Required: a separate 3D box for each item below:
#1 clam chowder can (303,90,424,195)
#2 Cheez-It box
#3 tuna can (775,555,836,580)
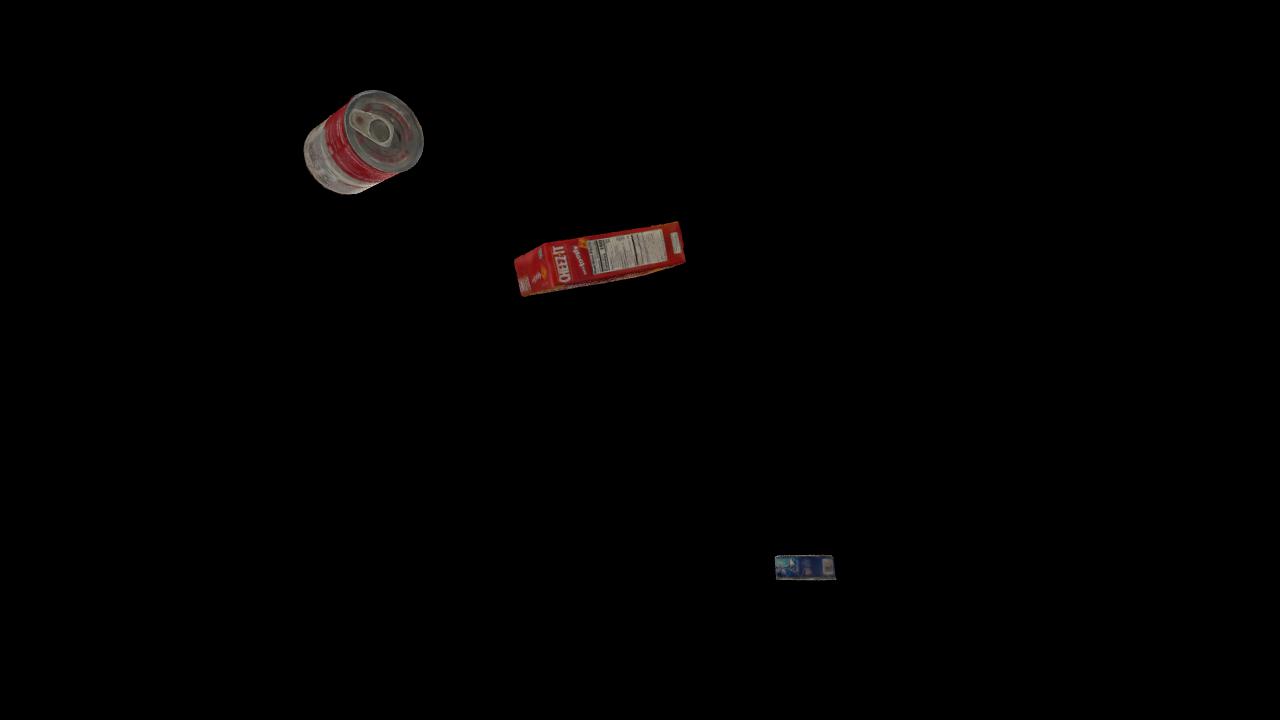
[{"bbox_3d":[-0.248,-0.189,0.548,0.102,0.068,0.068,-2,-1,44],"label":"clam chowder can"},{"bbox_3d":[-0.065,-0.154,0.955,0.223,0.071,0.166,-14,6,-25],"label":"Cheez-It box"},{"bbox_3d":[0.236,0.297,0.881,0.084,0.034,0.084,0,-18,0],"label":"tuna can"}]
